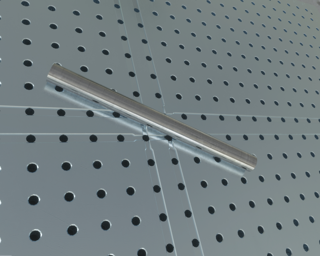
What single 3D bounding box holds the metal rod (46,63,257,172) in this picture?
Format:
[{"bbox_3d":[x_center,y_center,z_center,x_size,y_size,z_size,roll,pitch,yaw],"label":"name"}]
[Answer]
[{"bbox_3d":[0.000,-0.008,0.415,0.302,0.025,0.025,24,53,-14],"label":"metal rod"}]
